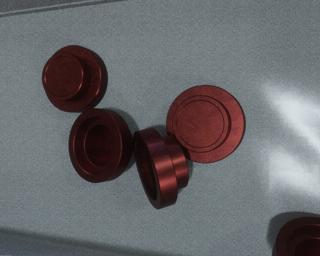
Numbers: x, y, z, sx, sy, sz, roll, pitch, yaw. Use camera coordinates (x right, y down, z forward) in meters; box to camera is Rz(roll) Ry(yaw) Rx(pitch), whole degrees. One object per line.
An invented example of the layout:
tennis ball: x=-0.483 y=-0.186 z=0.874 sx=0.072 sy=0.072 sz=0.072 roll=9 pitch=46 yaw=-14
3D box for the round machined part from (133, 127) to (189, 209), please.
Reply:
round machined part: x=0.002 y=0.046 z=0.381 sx=0.042 sy=0.098 sz=0.098 roll=-15 pitch=84 yaw=-17

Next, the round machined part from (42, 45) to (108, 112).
round machined part: x=-0.129 y=-0.071 z=0.447 sx=0.098 sy=0.042 sz=0.097 roll=0 pitch=90 yaw=20

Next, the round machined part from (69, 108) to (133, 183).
round machined part: x=-0.075 y=0.023 z=0.420 sx=0.098 sy=0.042 sz=0.097 roll=-1 pitch=88 yaw=34

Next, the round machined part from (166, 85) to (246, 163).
round machined part: x=0.054 y=-0.005 z=0.382 sx=0.098 sy=0.042 sz=0.097 roll=0 pitch=90 yaw=19

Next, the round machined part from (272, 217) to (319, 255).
round machined part: x=0.167 y=0.145 z=0.322 sx=0.098 sy=0.098 sz=0.042 roll=15 pitch=129 yaw=19
